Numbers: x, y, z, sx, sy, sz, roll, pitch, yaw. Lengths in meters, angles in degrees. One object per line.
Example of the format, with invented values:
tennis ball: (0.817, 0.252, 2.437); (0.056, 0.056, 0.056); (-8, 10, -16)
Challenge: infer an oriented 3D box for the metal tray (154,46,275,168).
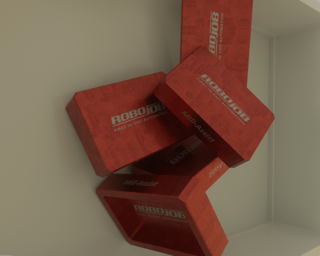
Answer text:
metal tray: (0.068, -0.028, 0.371); (0.130, 0.030, 0.090); (44, 54, -1)

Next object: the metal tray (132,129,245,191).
metal tray: (0.041, 0.037, 0.398); (0.131, 0.090, 0.030); (-34, 122, -35)

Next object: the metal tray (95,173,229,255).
metal tray: (-0.002, 0.095, 0.336); (0.030, 0.130, 0.090); (-45, 118, -41)

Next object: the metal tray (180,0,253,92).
metal tray: (0.073, -0.115, 0.420); (0.091, 0.030, 0.129); (1, 101, 1)

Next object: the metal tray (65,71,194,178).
metal tray: (-0.029, -0.009, 0.360); (0.131, 0.030, 0.090); (-22, 83, -38)
